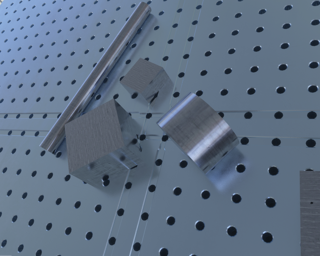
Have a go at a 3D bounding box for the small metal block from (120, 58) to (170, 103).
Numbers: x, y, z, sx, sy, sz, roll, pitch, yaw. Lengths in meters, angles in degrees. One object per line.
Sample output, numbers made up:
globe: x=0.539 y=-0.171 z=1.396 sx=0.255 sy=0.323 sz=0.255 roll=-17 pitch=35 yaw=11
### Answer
small metal block: x=-0.023 y=-0.072 z=0.463 sx=0.050 sy=0.025 sz=0.050 roll=31 pitch=79 yaw=37

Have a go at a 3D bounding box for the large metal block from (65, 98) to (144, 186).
large metal block: x=-0.077 y=0.020 z=0.419 sx=0.080 sy=0.050 sz=0.080 roll=-27 pitch=53 yaw=11

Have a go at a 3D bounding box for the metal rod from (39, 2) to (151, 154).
metal rod: x=-0.100 y=-0.091 z=0.514 sx=0.025 sy=0.025 sz=0.300 roll=20 pitch=72 yaw=35

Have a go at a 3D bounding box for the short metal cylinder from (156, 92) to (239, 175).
short metal cylinder: x=0.041 y=0.006 z=0.347 sx=0.050 sy=0.080 sz=0.080 roll=-43 pitch=51 yaw=-2

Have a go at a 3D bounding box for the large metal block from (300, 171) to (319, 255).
large metal block: x=0.162 y=0.083 z=0.257 sx=0.080 sy=0.050 sz=0.080 roll=-2 pitch=61 yaw=26
